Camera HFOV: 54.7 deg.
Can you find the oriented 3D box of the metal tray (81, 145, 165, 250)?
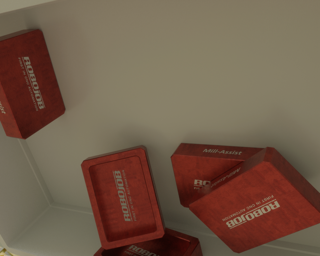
[{"bbox_3d":[-0.050,0.097,0.440,0.090,0.030,0.129,-13,94,1],"label":"metal tray"}]

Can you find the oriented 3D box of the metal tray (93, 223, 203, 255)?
[{"bbox_3d":[-0.017,0.181,0.439,0.130,0.091,0.030,6,121,36],"label":"metal tray"}]

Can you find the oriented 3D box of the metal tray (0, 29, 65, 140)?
[{"bbox_3d":[-0.187,-0.061,0.427,0.030,0.090,0.129,6,121,25],"label":"metal tray"}]

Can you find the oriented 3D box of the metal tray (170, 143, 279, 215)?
[{"bbox_3d":[0.085,0.069,0.403,0.130,0.030,0.089,2,120,27],"label":"metal tray"}]

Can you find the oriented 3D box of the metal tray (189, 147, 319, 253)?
[{"bbox_3d":[0.108,0.090,0.364,0.090,0.030,0.129,44,129,-3],"label":"metal tray"}]
